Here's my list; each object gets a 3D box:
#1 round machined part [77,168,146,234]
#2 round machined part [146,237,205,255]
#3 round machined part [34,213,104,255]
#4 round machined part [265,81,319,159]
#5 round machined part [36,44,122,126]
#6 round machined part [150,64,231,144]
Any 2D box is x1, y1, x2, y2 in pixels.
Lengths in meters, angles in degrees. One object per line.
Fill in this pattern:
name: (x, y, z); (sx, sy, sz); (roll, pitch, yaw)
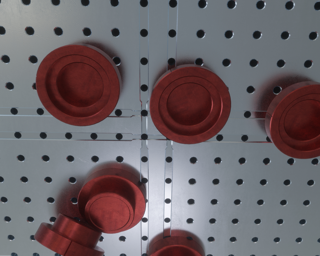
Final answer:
round machined part: (-0.069, 0.111, 0.445); (0.099, 0.042, 0.097); (0, 110, 0)
round machined part: (0.026, 0.224, 0.487); (0.099, 0.042, 0.097); (0, 110, 0)
round machined part: (-0.122, 0.155, 0.441); (0.098, 0.098, 0.042); (29, 71, -10)
round machined part: (0.185, -0.013, 0.401); (0.099, 0.042, 0.097); (0, 110, 0)
round machined part: (-0.096, -0.055, 0.383); (0.099, 0.042, 0.097); (0, 110, 0)
round machined part: (0.037, -0.032, 0.393); (0.099, 0.042, 0.097); (0, 110, 0)
